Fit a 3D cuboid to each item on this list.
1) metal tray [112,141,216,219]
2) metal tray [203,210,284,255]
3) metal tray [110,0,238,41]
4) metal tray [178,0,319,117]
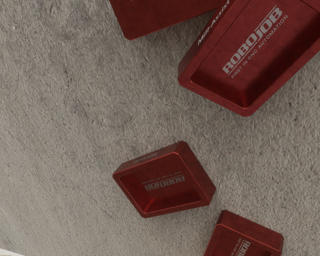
[{"bbox_3d":[0.003,0.079,0.450,0.130,0.030,0.090,-24,106,36],"label":"metal tray"},{"bbox_3d":[0.115,0.190,0.460,0.090,0.030,0.129,22,127,15],"label":"metal tray"},{"bbox_3d":[0.007,-0.150,0.307,0.130,0.030,0.090,-10,114,32],"label":"metal tray"},{"bbox_3d":[0.087,-0.076,0.289,0.090,0.030,0.129,24,131,-17],"label":"metal tray"}]
